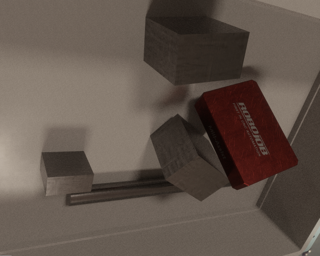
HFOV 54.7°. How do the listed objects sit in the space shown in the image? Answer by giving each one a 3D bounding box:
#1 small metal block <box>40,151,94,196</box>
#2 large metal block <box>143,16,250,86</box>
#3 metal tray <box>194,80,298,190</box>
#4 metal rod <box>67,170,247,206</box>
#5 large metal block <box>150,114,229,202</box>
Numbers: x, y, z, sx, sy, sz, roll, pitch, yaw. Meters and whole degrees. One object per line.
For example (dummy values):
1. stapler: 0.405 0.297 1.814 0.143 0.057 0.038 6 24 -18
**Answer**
1. small metal block: -0.111 0.052 0.365 0.050 0.050 0.025 0 118 -29
2. large metal block: 0.036 -0.088 0.339 0.081 0.080 0.050 -10 123 -24
3. metal tray: 0.113 0.006 0.413 0.091 0.130 0.030 -17 164 -22
4. metal rod: 0.015 0.088 0.472 0.303 0.025 0.025 0 119 -29
5. large metal block: 0.040 0.040 0.415 0.050 0.080 0.080 -39 131 15
